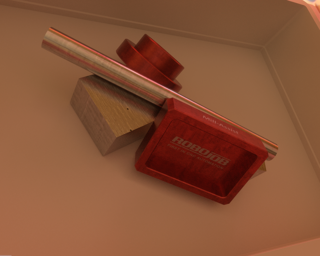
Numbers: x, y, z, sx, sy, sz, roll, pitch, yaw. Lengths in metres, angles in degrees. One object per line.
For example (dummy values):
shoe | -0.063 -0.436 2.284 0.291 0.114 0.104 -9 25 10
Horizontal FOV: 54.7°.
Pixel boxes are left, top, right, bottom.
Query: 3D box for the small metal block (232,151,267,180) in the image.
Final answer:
small metal block | 0.115 0.043 0.425 0.025 0.050 0.050 14 56 -21

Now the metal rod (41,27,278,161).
metal rod | 0.011 -0.033 0.365 0.301 0.025 0.025 26 53 -13

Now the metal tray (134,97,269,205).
metal tray | 0.047 0.031 0.366 0.131 0.089 0.030 24 25 -15

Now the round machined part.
round machined part | -0.007 -0.086 0.410 0.098 0.042 0.098 39 13 -10

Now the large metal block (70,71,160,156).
large metal block | -0.049 -0.024 0.377 0.081 0.050 0.080 -25 76 -37
